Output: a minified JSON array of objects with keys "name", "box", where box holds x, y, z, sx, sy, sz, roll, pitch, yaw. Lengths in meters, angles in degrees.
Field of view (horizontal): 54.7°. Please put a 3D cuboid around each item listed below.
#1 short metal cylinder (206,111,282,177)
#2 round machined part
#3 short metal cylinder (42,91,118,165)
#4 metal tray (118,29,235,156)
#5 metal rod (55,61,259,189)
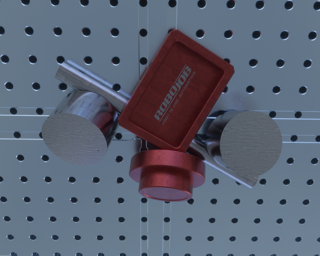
[{"name":"short metal cylinder","box":[0.105,0.018,0.395,0.081,0.050,0.079,-1,93,-11]},{"name":"round machined part","box":[0.009,0.066,0.400,0.099,0.042,0.098,5,153,3]},{"name":"short metal cylinder","box":[-0.097,0.000,0.387,0.080,0.050,0.079,6,127,8]},{"name":"metal tray","box":[0.019,-0.040,0.380,0.090,0.030,0.130,30,94,-11]},{"name":"metal rod","box":[0.004,0.001,0.414,0.301,0.025,0.025,30,107,-11]}]
